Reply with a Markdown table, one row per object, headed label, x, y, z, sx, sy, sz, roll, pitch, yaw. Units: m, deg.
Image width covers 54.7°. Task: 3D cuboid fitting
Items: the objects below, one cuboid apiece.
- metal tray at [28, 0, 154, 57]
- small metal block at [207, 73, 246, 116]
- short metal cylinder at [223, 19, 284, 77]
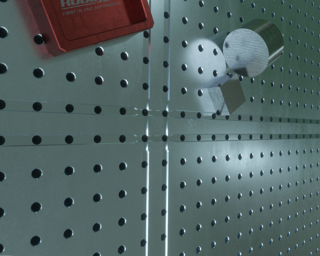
| label | x | y | z | sx | sy | sz | roll | pitch | yaw |
| --- | --- | --- | --- | --- | --- | --- | --- | --- | --- |
| metal tray | -0.074 | -0.141 | 0.344 | 0.131 | 0.030 | 0.089 | -29 | 109 | -36 |
| small metal block | 0.109 | -0.054 | 0.503 | 0.050 | 0.025 | 0.050 | -38 | 113 | -34 |
| short metal cylinder | 0.151 | -0.130 | 0.502 | 0.050 | 0.080 | 0.080 | -37 | 113 | -34 |
